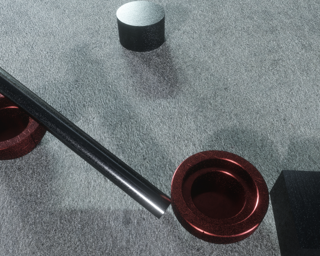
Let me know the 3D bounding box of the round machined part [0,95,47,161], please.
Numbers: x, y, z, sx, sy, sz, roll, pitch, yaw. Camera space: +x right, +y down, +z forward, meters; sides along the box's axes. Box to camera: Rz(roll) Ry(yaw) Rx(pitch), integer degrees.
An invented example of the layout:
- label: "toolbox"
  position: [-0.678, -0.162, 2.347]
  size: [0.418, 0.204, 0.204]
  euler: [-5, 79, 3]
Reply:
- label: "round machined part"
  position: [-0.190, 0.001, 0.390]
  size: [0.099, 0.042, 0.098]
  euler: [0, 50, 0]

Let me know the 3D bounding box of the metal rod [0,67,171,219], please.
- label: "metal rod"
  position: [-0.113, 0.000, 0.357]
  size: [0.300, 0.025, 0.025]
  euler: [36, 58, 10]

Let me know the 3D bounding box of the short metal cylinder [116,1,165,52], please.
- label: "short metal cylinder"
  position: [-0.032, -0.176, 0.535]
  size: [0.081, 0.050, 0.080]
  euler: [0, 50, 0]

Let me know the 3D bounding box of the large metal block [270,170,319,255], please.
- label: "large metal block"
  position: [0.164, 0.091, 0.311]
  size: [0.080, 0.050, 0.080]
  euler: [3, 50, 2]

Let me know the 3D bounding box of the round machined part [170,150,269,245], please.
- label: "round machined part"
  position: [0.060, 0.075, 0.329]
  size: [0.099, 0.042, 0.098]
  euler: [0, 50, 0]
